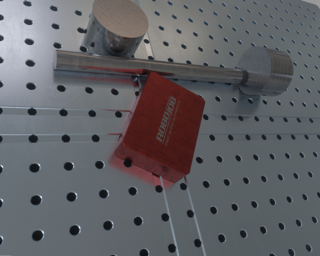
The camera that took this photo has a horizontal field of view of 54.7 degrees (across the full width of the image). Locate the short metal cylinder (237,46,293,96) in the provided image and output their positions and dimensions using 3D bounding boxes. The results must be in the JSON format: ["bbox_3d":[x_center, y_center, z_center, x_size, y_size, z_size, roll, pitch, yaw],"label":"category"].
[{"bbox_3d":[0.175,-0.095,0.524,0.050,0.080,0.080,1,61,-28],"label":"short metal cylinder"}]

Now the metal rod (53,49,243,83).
[{"bbox_3d":[0.001,-0.087,0.461,0.303,0.025,0.025,-1,62,-29],"label":"metal rod"}]

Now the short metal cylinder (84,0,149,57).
[{"bbox_3d":[-0.063,-0.143,0.445,0.081,0.050,0.080,14,56,-21],"label":"short metal cylinder"}]

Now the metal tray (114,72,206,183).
[{"bbox_3d":[0.005,-0.004,0.410,0.090,0.030,0.130,27,52,-12],"label":"metal tray"}]
